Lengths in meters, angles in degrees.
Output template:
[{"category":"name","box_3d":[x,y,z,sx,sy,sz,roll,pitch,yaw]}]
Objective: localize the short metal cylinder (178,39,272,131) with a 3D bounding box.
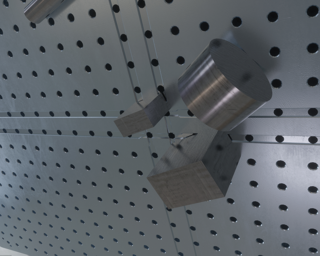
[{"category":"short metal cylinder","box_3d":[0.065,-0.043,0.314,0.080,0.080,0.050,43,129,-2]}]

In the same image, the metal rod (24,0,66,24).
[{"category":"metal rod","box_3d":[-0.052,-0.191,0.320,0.300,0.025,0.025,-20,108,35]}]

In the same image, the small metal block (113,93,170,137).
[{"category":"small metal block","box_3d":[-0.022,-0.017,0.396,0.050,0.050,0.025,-19,108,35]}]

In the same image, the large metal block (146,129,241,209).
[{"category":"large metal block","box_3d":[0.044,0.048,0.382,0.080,0.080,0.050,-23,106,36]}]
